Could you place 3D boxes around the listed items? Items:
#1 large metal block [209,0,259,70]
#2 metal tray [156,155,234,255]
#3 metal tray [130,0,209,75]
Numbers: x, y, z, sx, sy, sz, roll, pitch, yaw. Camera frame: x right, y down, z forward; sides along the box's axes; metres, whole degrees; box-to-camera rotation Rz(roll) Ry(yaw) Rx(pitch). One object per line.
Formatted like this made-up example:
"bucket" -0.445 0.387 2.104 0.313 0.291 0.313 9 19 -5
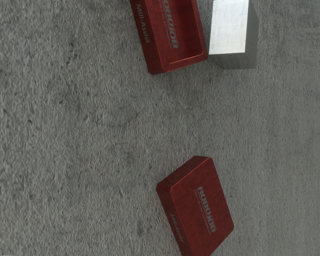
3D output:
"large metal block" 0.114 -0.138 0.466 0.080 0.050 0.080 14 81 -62
"metal tray" 0.055 0.117 0.448 0.091 0.030 0.129 -32 110 -35
"metal tray" 0.012 -0.144 0.410 0.091 0.030 0.129 -25 106 -37
